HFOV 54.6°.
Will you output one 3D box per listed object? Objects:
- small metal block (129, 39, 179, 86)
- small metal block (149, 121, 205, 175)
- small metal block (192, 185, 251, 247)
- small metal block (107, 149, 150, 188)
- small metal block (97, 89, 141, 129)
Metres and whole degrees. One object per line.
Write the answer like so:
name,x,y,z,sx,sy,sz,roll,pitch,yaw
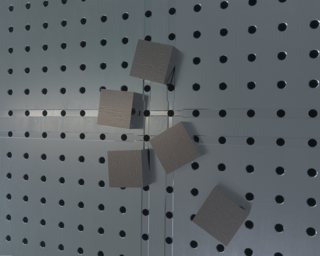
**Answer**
small metal block,-0.008,-0.087,0.416,0.050,0.025,0.050,17,96,19
small metal block,0.022,0.026,0.405,0.050,0.025,0.050,-32,80,17
small metal block,0.077,0.108,0.386,0.050,0.025,0.050,34,101,17
small metal block,-0.043,0.055,0.428,0.050,0.025,0.050,-4,89,20
small metal block,-0.057,-0.027,0.433,0.050,0.025,0.050,8,93,20
